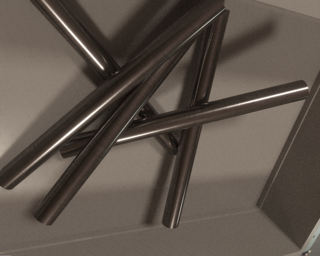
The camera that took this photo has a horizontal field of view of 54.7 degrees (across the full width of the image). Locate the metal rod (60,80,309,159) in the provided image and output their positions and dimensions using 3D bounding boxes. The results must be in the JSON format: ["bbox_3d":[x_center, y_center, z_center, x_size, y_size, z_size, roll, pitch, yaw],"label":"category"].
[{"bbox_3d":[0.031,-0.012,0.373,0.302,0.025,0.025,-14,126,-4],"label":"metal rod"}]

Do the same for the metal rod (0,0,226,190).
[{"bbox_3d":[-0.059,-0.032,0.327,0.300,0.025,0.025,-38,130,9],"label":"metal rod"}]

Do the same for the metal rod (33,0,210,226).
[{"bbox_3d":[-0.036,-0.020,0.341,0.300,0.025,0.025,-52,129,-1],"label":"metal rod"}]

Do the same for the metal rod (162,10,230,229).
[{"bbox_3d":[0.042,0.000,0.407,0.025,0.025,0.298,1,110,-29],"label":"metal rod"}]

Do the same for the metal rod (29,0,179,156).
[{"bbox_3d":[-0.053,-0.059,0.344,0.025,0.025,0.300,-41,130,-1],"label":"metal rod"}]
